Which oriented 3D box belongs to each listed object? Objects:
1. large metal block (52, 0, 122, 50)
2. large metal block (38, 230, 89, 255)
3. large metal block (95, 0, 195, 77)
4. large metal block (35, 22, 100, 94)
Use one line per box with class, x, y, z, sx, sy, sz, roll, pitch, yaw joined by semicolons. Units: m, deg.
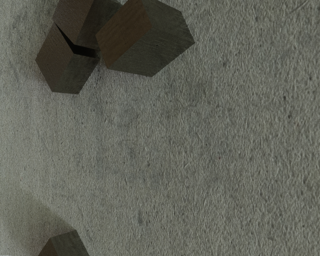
large metal block;-0.116;-0.181;0.484;0.080;0.050;0.080;48;118;29
large metal block;-0.162;0.235;0.523;0.080;0.050;0.080;51;120;27
large metal block;-0.018;-0.110;0.384;0.080;0.081;0.050;-33;70;35
large metal block;-0.156;-0.114;0.518;0.080;0.050;0.080;-49;61;29
